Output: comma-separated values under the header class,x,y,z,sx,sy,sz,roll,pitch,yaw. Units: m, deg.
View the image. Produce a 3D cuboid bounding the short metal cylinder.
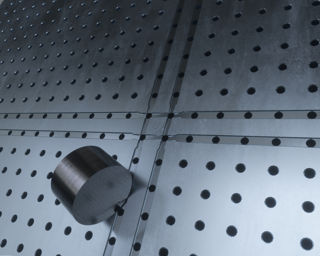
class,x,y,z,sx,sy,sz,roll,pitch,yaw
short metal cylinder,-0.081,0.068,0.372,0.050,0.080,0.080,32,79,37
